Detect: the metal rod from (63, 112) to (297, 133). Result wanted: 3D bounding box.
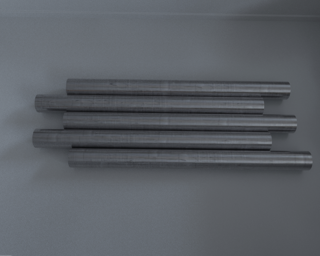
[{"bbox_3d":[0.026,-0.007,0.411,0.302,0.025,0.025,1,70,0],"label":"metal rod"}]

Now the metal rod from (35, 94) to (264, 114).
[{"bbox_3d":[-0.013,-0.031,0.419,0.302,0.025,0.025,1,70,0],"label":"metal rod"}]

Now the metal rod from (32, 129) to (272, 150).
[{"bbox_3d":[-0.009,0.015,0.402,0.302,0.025,0.025,1,70,0],"label":"metal rod"}]

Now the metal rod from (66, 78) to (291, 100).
[{"bbox_3d":[0.025,-0.054,0.428,0.302,0.025,0.025,1,70,0],"label":"metal rod"}]

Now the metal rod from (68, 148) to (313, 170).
[{"bbox_3d":[0.038,0.040,0.394,0.302,0.025,0.025,1,70,0],"label":"metal rod"}]
